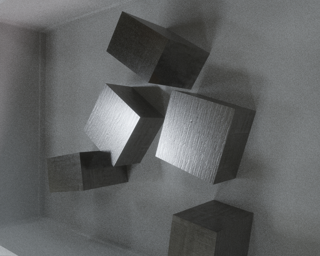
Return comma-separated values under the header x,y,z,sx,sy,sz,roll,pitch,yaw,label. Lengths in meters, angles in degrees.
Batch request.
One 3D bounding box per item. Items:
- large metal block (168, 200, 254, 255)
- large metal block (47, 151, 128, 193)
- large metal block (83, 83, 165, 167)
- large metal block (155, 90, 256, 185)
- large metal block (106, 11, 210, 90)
x,y,z,sx,sy,sz,roll,pitch,yaw,label
0.053,0.129,0.326,0.050,0.081,0.079,11,97,39,large metal block
-0.106,0.062,0.456,0.080,0.081,0.050,-12,83,39,large metal block
-0.051,-0.005,0.431,0.080,0.050,0.080,44,116,31,large metal block
0.050,0.007,0.348,0.080,0.050,0.079,23,104,37,large metal block
-0.002,-0.091,0.371,0.080,0.081,0.050,40,115,32,large metal block
